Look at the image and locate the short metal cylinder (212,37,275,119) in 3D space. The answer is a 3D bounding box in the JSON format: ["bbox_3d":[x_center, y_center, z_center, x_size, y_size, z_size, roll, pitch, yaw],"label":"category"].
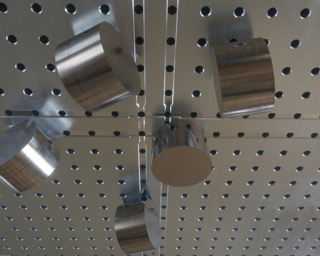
[{"bbox_3d":[0.086,-0.052,0.332,0.050,0.080,0.080,-9,130,7],"label":"short metal cylinder"}]

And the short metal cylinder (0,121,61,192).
[{"bbox_3d":[-0.179,0.036,0.404,0.080,0.080,0.050,-19,128,15],"label":"short metal cylinder"}]

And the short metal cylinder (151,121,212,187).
[{"bbox_3d":[0.028,0.036,0.427,0.081,0.050,0.079,0,130,0],"label":"short metal cylinder"}]

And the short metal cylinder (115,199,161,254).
[{"bbox_3d":[-0.035,0.162,0.513,0.050,0.080,0.080,-15,129,12],"label":"short metal cylinder"}]

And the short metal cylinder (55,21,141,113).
[{"bbox_3d":[-0.061,-0.062,0.322,0.050,0.080,0.080,-21,127,16],"label":"short metal cylinder"}]
